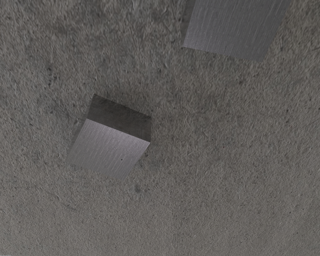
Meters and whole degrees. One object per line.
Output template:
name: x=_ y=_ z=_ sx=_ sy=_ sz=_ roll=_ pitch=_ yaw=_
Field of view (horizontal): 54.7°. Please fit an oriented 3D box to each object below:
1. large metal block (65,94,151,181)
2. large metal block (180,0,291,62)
large metal block: x=-0.066 y=0.014 z=0.402 sx=0.080 sy=0.050 sz=0.080 roll=22 pitch=127 yaw=-18
large metal block: x=0.069 y=-0.116 z=0.292 sx=0.081 sy=0.050 sz=0.079 roll=9 pitch=130 yaw=-8
